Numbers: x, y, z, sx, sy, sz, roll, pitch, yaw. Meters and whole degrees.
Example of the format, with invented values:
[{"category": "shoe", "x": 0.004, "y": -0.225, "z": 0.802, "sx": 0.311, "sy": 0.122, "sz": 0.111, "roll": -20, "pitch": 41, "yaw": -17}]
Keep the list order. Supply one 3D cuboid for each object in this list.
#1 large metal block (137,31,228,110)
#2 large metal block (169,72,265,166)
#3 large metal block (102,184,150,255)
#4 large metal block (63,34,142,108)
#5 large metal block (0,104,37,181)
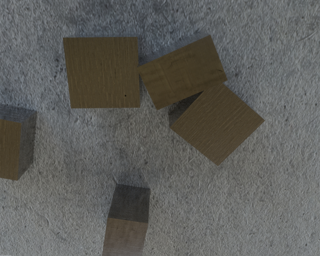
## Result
[{"category": "large metal block", "x": 0.023, "y": -0.069, "z": 0.355, "sx": 0.080, "sy": 0.080, "sz": 0.050, "roll": -23, "pitch": 109, "yaw": 8}, {"category": "large metal block", "x": 0.068, "y": -0.013, "z": 0.392, "sx": 0.080, "sy": 0.050, "sz": 0.080, "roll": 39, "pitch": 106, "yaw": -13}, {"category": "large metal block", "x": -0.046, "y": 0.136, "z": 0.430, "sx": 0.050, "sy": 0.080, "sz": 0.079, "roll": 10, "pitch": 110, "yaw": -4}, {"category": "large metal block", "x": -0.064, "y": -0.069, "z": 0.370, "sx": 0.080, "sy": 0.050, "sz": 0.079, "roll": -1, "pitch": 110, "yaw": 0}, {"category": "large metal block", "x": -0.212, "y": 0.014, "z": 0.400, "sx": 0.081, "sy": 0.050, "sz": 0.079, "roll": 11, "pitch": 110, "yaw": -4}]
